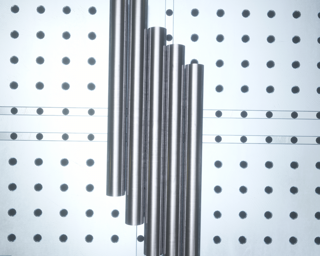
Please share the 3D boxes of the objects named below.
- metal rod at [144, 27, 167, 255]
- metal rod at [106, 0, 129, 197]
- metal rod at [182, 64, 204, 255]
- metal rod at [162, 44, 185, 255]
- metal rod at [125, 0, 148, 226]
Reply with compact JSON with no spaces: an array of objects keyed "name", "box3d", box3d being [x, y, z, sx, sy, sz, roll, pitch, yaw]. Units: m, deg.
[{"name":"metal rod","box3d":[-0.006,0.018,0.413,0.025,0.025,0.298,1,90,-1]},{"name":"metal rod","box3d":[-0.056,-0.060,0.412,0.025,0.025,0.298,1,90,-1]},{"name":"metal rod","box3d":[0.043,0.066,0.413,0.025,0.025,0.298,1,90,-1]},{"name":"metal rod","box3d":[0.018,0.040,0.413,0.025,0.025,0.298,1,90,-1]},{"name":"metal rod","box3d":[-0.031,-0.023,0.412,0.025,0.025,0.298,1,90,-1]}]
